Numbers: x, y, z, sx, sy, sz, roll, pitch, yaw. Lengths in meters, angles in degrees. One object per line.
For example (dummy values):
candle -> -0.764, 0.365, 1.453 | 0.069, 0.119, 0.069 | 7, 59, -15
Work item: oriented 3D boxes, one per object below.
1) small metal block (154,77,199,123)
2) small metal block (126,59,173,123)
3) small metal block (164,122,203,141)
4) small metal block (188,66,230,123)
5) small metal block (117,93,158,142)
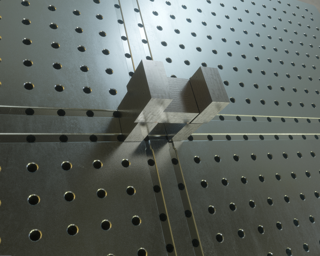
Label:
small metal block -> 0.014, -0.034, 0.374 | 0.050, 0.025, 0.050 | 1, 61, -28
small metal block -> -0.013, -0.040, 0.345 | 0.025, 0.050, 0.050 | 0, 61, -28
small metal block -> 0.028, -0.016, 0.418 | 0.025, 0.050, 0.050 | -1, 62, -29
small metal block -> 0.054, -0.040, 0.381 | 0.025, 0.050, 0.050 | 0, 61, -28
small metal block -> -0.029, -0.016, 0.387 | 0.025, 0.050, 0.050 | 1, 62, -28
